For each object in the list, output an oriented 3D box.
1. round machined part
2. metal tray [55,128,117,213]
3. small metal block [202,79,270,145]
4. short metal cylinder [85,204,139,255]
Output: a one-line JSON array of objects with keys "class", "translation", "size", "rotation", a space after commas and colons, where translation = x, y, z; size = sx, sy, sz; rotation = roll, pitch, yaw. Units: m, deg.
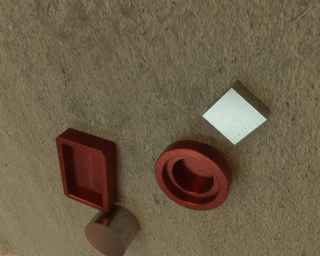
[{"class": "round machined part", "translation": [0.046, 0.057, 0.406], "size": [0.098, 0.042, 0.097], "rotation": [13, 124, 20]}, {"class": "metal tray", "translation": [-0.118, 0.071, 0.507], "size": [0.090, 0.030, 0.129], "rotation": [16, 125, 18]}, {"class": "small metal block", "translation": [0.086, -0.017, 0.350], "size": [0.050, 0.025, 0.050], "rotation": [42, 129, -1]}, {"class": "short metal cylinder", "translation": [-0.084, 0.179, 0.543], "size": [0.080, 0.050, 0.079], "rotation": [13, 124, 20]}]
